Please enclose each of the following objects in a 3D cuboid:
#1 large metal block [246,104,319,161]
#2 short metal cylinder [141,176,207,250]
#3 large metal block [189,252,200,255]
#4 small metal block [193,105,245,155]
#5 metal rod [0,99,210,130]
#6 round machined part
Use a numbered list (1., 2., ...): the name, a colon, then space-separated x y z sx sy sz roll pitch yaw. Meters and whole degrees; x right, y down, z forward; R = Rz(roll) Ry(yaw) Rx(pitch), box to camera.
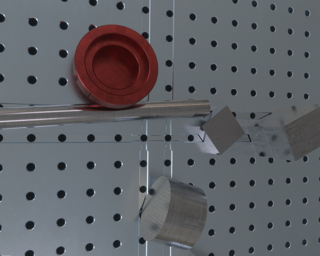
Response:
1. large metal block: 0.190 0.004 0.453 0.081 0.080 0.050 -25 99 -18
2. short metal cylinder: 0.016 0.106 0.389 0.050 0.080 0.080 21 83 -19
3. large metal block: 0.067 0.231 0.424 0.080 0.050 0.080 32 80 -18
4. small metal block: 0.085 0.003 0.444 0.050 0.025 0.050 -39 103 -16
5. metal rod: -0.077 -0.018 0.384 0.303 0.025 0.025 -4 92 -20
6. round machined part: -0.055 -0.071 0.377 0.099 0.042 0.098 4 79 -20
